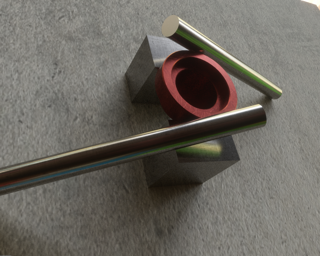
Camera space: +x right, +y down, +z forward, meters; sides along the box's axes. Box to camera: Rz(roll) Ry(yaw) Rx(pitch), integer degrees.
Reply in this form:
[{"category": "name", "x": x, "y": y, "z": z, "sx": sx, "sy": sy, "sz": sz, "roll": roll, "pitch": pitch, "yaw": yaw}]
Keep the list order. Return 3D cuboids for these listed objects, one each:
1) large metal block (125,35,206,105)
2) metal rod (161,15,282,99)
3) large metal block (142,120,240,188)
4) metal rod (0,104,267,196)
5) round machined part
[{"category": "large metal block", "x": 0.008, "y": -0.074, "z": 0.421, "sx": 0.081, "sy": 0.080, "sz": 0.050, "roll": 1, "pitch": 62, "yaw": -28}, {"category": "metal rod", "x": 0.110, "y": -0.088, "z": 0.452, "sx": 0.302, "sy": 0.025, "sz": 0.025, "roll": 14, "pitch": 53, "yaw": -47}, {"category": "large metal block", "x": 0.032, "y": 0.032, "z": 0.369, "sx": 0.081, "sy": 0.080, "sz": 0.050, "roll": 1, "pitch": 62, "yaw": -28}, {"category": "metal rod", "x": -0.039, "y": 0.023, "z": 0.300, "sx": 0.302, "sy": 0.025, "sz": 0.025, "roll": -14, "pitch": 67, "yaw": -10}, {"category": "round machined part", "x": 0.038, "y": -0.040, "z": 0.366, "sx": 0.099, "sy": 0.042, "sz": 0.098, "roll": 14, "pitch": 56, "yaw": -21}]
